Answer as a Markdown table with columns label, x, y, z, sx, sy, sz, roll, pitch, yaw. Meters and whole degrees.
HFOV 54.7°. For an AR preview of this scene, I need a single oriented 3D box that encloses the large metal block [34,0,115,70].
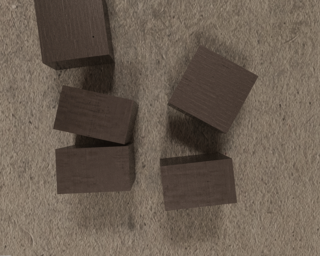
| label | x | y | z | sx | sy | sz | roll | pitch | yaw |
| --- | --- | --- | --- | --- | --- | --- | --- | --- | --- |
| large metal block | -0.106 | -0.123 | 0.396 | 0.081 | 0.050 | 0.080 | -8 | 90 | -1 |

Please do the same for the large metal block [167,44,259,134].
| label | x | y | z | sx | sy | sz | roll | pitch | yaw |
| --- | --- | --- | --- | --- | --- | --- | --- | --- | --- |
| large metal block | 0.065 | -0.047 | 0.398 | 0.080 | 0.050 | 0.080 | 29 | 90 | -1 |

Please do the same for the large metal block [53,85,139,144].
| label | x | y | z | sx | sy | sz | roll | pitch | yaw |
| --- | --- | --- | --- | --- | --- | --- | --- | --- | --- |
| large metal block | -0.073 | -0.015 | 0.382 | 0.080 | 0.080 | 0.050 | 12 | 90 | -1 |

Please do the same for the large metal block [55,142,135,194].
| label | x | y | z | sx | sy | sz | roll | pitch | yaw |
| --- | --- | --- | --- | --- | --- | --- | --- | --- | --- |
| large metal block | -0.074 | 0.046 | 0.382 | 0.081 | 0.080 | 0.050 | -2 | 90 | -1 |

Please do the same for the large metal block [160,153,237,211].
| label | x | y | z | sx | sy | sz | roll | pitch | yaw |
| --- | --- | --- | --- | --- | --- | --- | --- | --- | --- |
| large metal block | 0.043 | 0.063 | 0.383 | 0.081 | 0.080 | 0.050 | -6 | 90 | 0 |
